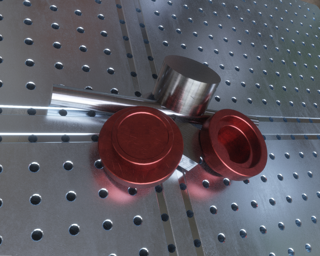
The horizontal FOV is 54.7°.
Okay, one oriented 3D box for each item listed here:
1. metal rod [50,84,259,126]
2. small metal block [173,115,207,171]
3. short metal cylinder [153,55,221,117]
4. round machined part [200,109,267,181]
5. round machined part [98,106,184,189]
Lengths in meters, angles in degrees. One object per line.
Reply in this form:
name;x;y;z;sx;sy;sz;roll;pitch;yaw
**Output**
metal rod;0.010;-0.022;0.423;0.302;0.025;0.025;7;59;-25
small metal block;0.030;0.020;0.407;0.050;0.025;0.050;32;52;-8
short metal cylinder;0.036;-0.059;0.424;0.081;0.050;0.080;17;30;-10
round machined part;0.095;0.026;0.425;0.099;0.042;0.098;15;57;-24
round machined part;-0.021;0.016;0.355;0.099;0.042;0.098;3;64;-7
